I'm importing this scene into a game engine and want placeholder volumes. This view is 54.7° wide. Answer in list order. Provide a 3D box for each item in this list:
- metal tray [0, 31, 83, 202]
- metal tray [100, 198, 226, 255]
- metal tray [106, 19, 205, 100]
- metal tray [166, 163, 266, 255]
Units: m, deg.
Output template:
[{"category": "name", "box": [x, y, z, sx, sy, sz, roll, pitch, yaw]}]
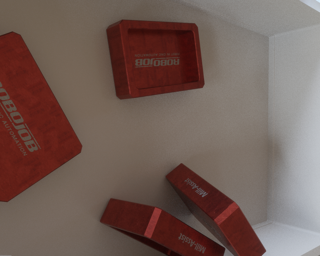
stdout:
[{"category": "metal tray", "box": [-0.142, -0.010, 0.285, 0.091, 0.030, 0.129, -37, 113, -34]}, {"category": "metal tray", "box": [0.005, 0.128, 0.369, 0.130, 0.090, 0.030, 40, 61, -33]}, {"category": "metal tray", "box": [0.000, -0.090, 0.404, 0.131, 0.030, 0.089, -14, 99, -39]}, {"category": "metal tray", "box": [0.065, 0.105, 0.394, 0.030, 0.130, 0.090, -39, 116, -10]}]
